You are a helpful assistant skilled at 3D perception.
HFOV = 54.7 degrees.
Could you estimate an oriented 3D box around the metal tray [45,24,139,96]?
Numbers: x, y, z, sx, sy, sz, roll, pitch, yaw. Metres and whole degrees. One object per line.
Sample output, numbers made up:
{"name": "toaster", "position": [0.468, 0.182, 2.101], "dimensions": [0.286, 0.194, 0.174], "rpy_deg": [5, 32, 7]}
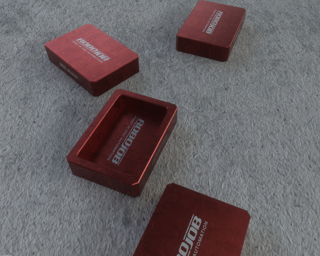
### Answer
{"name": "metal tray", "position": [-0.108, -0.112, 0.493], "dimensions": [0.091, 0.030, 0.130], "rpy_deg": [-37, 59, -27]}

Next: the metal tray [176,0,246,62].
{"name": "metal tray", "position": [0.092, -0.175, 0.548], "dimensions": [0.090, 0.030, 0.130], "rpy_deg": [18, 52, 14]}

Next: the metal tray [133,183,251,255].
{"name": "metal tray", "position": [0.025, 0.125, 0.295], "dimensions": [0.090, 0.030, 0.130], "rpy_deg": [19, 52, 15]}

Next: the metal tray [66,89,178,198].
{"name": "metal tray", "position": [-0.042, 0.012, 0.388], "dimensions": [0.090, 0.030, 0.130], "rpy_deg": [18, 52, 14]}
